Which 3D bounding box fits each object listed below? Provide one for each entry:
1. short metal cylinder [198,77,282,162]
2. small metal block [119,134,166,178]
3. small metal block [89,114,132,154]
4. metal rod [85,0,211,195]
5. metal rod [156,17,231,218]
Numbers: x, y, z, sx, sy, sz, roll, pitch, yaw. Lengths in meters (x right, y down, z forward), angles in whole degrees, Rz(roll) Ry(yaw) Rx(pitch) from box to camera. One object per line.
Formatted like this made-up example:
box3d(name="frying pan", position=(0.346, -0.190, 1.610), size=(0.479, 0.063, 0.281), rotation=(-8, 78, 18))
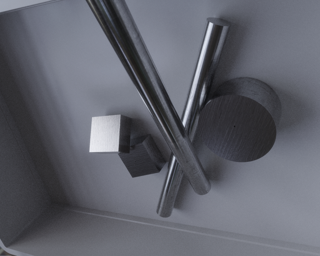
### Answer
box3d(name="short metal cylinder", position=(0.088, -0.010, 0.340), size=(0.080, 0.050, 0.079), rotation=(13, 124, 20))
box3d(name="small metal block", position=(-0.027, 0.041, 0.447), size=(0.050, 0.025, 0.050), rotation=(-17, 110, 34))
box3d(name="small metal block", position=(-0.069, 0.010, 0.433), size=(0.050, 0.025, 0.050), rotation=(-4, 78, 29))
box3d(name="metal rod", position=(0.008, -0.008, 0.322), size=(0.025, 0.025, 0.299), rotation=(2, 144, 27))
box3d(name="metal rod", position=(0.033, 0.012, 0.397), size=(0.025, 0.025, 0.298), rotation=(23, 127, 14))
